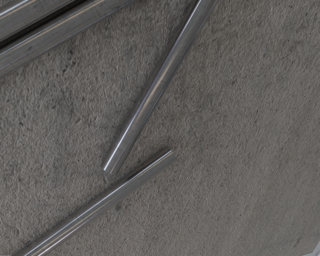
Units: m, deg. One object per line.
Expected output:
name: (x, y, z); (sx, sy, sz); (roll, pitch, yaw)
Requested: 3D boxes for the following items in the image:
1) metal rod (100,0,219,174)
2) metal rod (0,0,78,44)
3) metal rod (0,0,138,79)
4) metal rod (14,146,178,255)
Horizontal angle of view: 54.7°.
metal rod: (0.009, -0.072, 0.366); (0.025, 0.025, 0.298); (20, 107, -36)
metal rod: (-0.050, -0.148, 0.287); (0.301, 0.025, 0.025); (-33, 129, -7)
metal rod: (-0.065, -0.114, 0.300); (0.301, 0.025, 0.025); (-33, 129, -7)
metal rod: (-0.105, 0.122, 0.424); (0.301, 0.025, 0.025); (-35, 129, -5)
